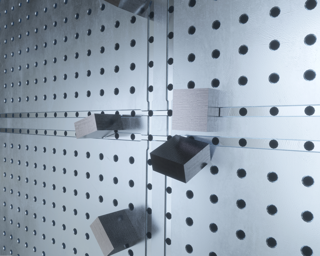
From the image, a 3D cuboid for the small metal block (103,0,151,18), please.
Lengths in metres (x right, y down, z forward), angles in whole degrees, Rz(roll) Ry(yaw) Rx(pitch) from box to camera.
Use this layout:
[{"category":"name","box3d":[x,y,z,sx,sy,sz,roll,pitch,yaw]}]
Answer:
[{"category":"small metal block","box3d":[-0.051,-0.182,0.436,0.050,0.050,0.025,38,113,33]}]

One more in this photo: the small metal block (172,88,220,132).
[{"category":"small metal block","box3d":[0.043,-0.022,0.375,0.050,0.025,0.050,4,92,40]}]

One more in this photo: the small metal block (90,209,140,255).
[{"category":"small metal block","box3d":[-0.065,0.151,0.448,0.025,0.050,0.050,-50,61,28]}]

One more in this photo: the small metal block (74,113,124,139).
[{"category":"small metal block","box3d":[-0.093,-0.002,0.471,0.050,0.050,0.025,-19,78,38]}]

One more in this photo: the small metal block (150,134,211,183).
[{"category":"small metal block","box3d":[0.025,0.035,0.370,0.050,0.050,0.025,15,125,39]}]
